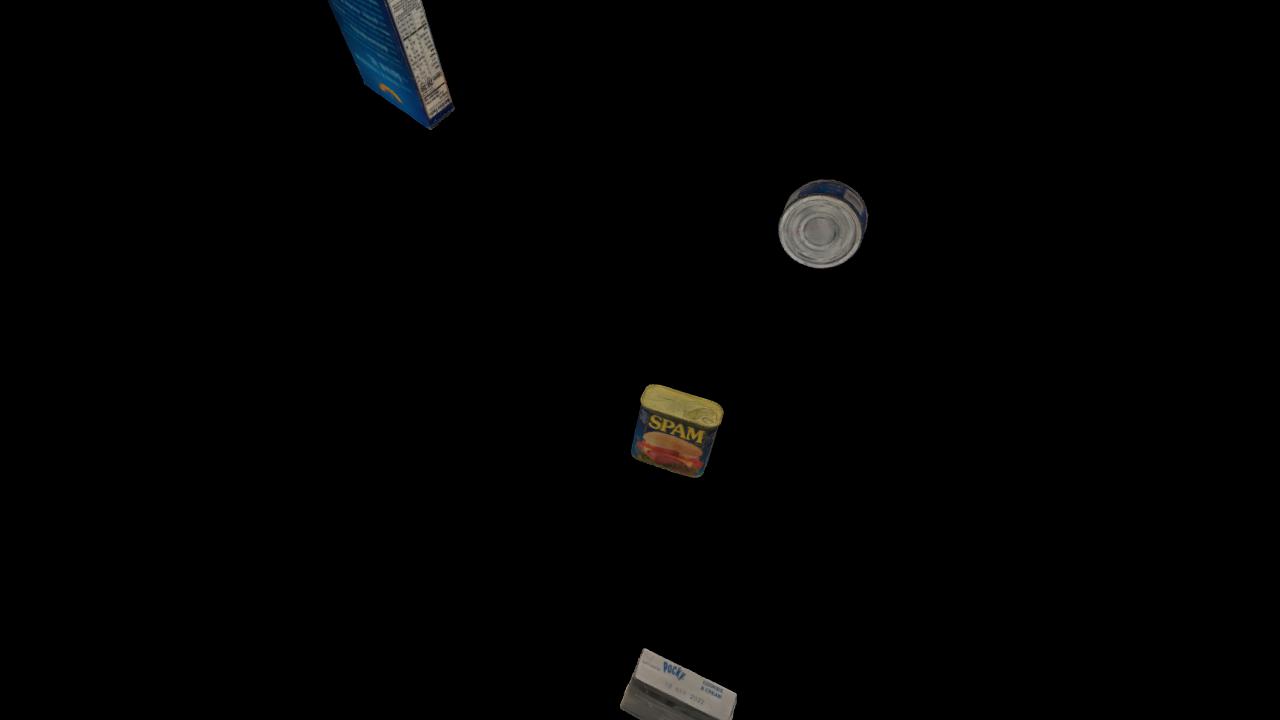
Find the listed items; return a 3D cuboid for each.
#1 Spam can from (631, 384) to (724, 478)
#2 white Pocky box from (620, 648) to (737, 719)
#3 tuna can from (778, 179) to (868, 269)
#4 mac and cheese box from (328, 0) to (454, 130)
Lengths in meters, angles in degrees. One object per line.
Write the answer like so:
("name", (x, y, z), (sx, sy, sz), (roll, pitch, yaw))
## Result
("Spam can", (0.044, 0.089, 0.764), (0.101, 0.085, 0.058), (18, 31, 9))
("white Pocky box", (0.029, 0.299, 0.539), (0.084, 0.028, 0.154), (21, -36, 9))
("tuna can", (0.183, -0.134, 0.616), (0.084, 0.084, 0.034), (0, 38, 28))
("mac and cheese box", (-0.220, -0.292, 0.515), (0.093, 0.041, 0.184), (35, -20, 11))
